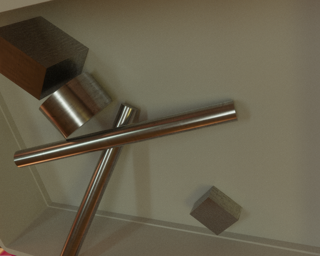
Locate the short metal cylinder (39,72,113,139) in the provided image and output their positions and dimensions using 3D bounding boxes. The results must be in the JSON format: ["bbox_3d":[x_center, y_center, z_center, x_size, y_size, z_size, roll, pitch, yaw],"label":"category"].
[{"bbox_3d":[-0.110,-0.030,0.411,0.080,0.080,0.050,-33,100,38],"label":"short metal cylinder"}]

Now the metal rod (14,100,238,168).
[{"bbox_3d":[-0.055,0.012,0.393,0.301,0.025,0.025,-13,113,16],"label":"metal rod"}]

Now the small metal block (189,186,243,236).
[{"bbox_3d":[0.079,0.117,0.439,0.050,0.025,0.050,37,129,2],"label":"small metal block"}]

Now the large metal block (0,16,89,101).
[{"bbox_3d":[-0.153,-0.092,0.395,0.080,0.080,0.050,35,129,5],"label":"large metal block"}]

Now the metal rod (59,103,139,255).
[{"bbox_3d":[-0.098,0.106,0.440,0.025,0.025,0.298,26,101,12],"label":"metal rod"}]
